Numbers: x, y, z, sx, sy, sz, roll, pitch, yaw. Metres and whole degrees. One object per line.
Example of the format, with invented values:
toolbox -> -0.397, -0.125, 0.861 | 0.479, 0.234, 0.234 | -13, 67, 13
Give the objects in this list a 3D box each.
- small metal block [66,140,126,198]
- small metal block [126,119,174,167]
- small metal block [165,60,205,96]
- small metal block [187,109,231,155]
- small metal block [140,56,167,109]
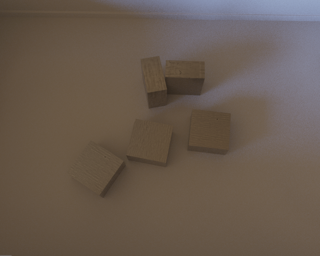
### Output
small metal block -> -0.079, 0.052, 0.390 | 0.050, 0.025, 0.050 | 31, 73, 10
small metal block -> -0.012, 0.020, 0.402 | 0.050, 0.025, 0.050 | 11, 70, 4
small metal block -> 0.032, -0.067, 0.421 | 0.050, 0.050, 0.025 | 2, 70, 1
small metal block -> 0.064, 0.005, 0.408 | 0.050, 0.025, 0.050 | 7, 70, 2
small metal block -> -0.008, -0.061, 0.418 | 0.025, 0.050, 0.050 | -11, 71, -4
